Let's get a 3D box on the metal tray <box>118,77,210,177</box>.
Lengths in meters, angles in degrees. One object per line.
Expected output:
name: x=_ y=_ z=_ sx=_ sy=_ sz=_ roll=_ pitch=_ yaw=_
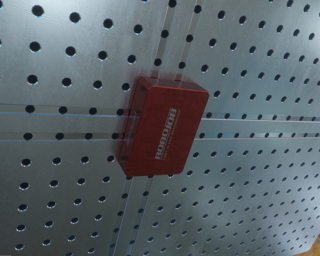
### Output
metal tray: x=0.003 y=0.002 z=0.412 sx=0.091 sy=0.030 sz=0.129 roll=2 pitch=118 yaw=-30
